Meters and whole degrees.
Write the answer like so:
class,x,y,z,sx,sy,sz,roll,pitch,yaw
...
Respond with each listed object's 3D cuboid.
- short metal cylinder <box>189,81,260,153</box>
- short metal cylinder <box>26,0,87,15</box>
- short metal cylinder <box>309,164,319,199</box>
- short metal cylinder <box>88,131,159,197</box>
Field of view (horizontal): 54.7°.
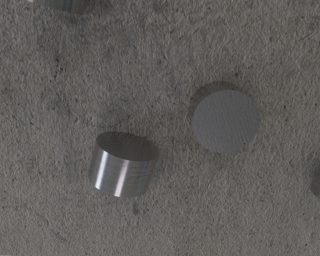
class,x,y,z,sx,sy,sz,roll,pitch,yaw
short metal cylinder,0.078,-0.015,0.391,0.081,0.050,0.079,0,110,0
short metal cylinder,-0.114,-0.155,0.322,0.080,0.080,0.050,16,109,-6
short metal cylinder,0.249,0.073,0.409,0.080,0.080,0.050,14,110,-5
short metal cylinder,-0.046,0.044,0.396,0.080,0.080,0.050,15,110,-6
